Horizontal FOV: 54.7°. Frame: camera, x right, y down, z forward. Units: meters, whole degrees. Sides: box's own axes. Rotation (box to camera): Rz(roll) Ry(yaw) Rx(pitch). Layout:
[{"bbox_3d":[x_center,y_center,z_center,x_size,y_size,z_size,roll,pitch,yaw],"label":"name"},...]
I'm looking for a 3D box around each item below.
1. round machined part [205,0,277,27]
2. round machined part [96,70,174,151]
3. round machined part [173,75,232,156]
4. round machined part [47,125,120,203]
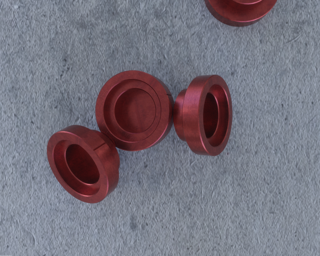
[{"bbox_3d":[0.108,-0.187,0.402,0.099,0.042,0.097,0,90,0],"label":"round machined part"},{"bbox_3d":[-0.028,-0.021,0.391,0.098,0.042,0.097,1,92,19],"label":"round machined part"},{"bbox_3d":[0.051,-0.015,0.383,0.042,0.099,0.097,2,90,34],"label":"round machined part"},{"bbox_3d":[-0.089,0.040,0.384,0.098,0.042,0.097,15,121,27],"label":"round machined part"}]
